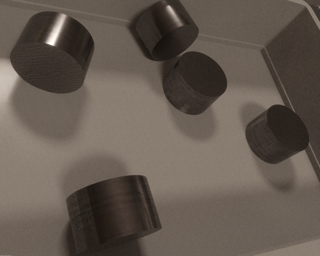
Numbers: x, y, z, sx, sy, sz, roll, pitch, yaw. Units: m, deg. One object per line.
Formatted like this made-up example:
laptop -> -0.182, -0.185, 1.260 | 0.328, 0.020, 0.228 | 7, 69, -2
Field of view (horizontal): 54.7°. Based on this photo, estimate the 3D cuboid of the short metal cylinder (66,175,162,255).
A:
short metal cylinder -> -0.044, 0.084, 0.297 | 0.081, 0.080, 0.050 | -5, 65, -31

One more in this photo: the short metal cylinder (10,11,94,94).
short metal cylinder -> -0.122, -0.085, 0.357 | 0.081, 0.080, 0.050 | 19, 54, -17

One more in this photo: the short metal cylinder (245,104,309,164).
short metal cylinder -> 0.183, 0.010, 0.485 | 0.081, 0.050, 0.080 | 14, 56, -21

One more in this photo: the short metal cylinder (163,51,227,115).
short metal cylinder -> 0.051, -0.066, 0.460 | 0.081, 0.050, 0.080 | 14, 56, -21

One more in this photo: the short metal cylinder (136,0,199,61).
short metal cylinder -> 0.011, -0.146, 0.467 | 0.081, 0.080, 0.050 | -19, 72, -36
